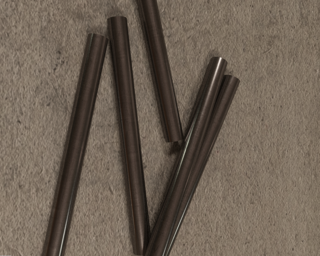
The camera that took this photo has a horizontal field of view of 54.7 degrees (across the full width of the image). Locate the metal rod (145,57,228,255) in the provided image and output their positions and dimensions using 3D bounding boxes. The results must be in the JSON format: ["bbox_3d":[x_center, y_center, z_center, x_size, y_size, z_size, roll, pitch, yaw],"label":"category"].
[{"bbox_3d":[0.035,0.043,0.409,0.025,0.025,0.299,24,77,-19],"label":"metal rod"}]

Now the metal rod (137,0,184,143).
[{"bbox_3d":[-0.009,-0.129,0.406,0.025,0.025,0.298,-13,95,-20],"label":"metal rod"}]

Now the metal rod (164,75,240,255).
[{"bbox_3d":[0.044,0.064,0.426,0.025,0.025,0.299,27,81,-19],"label":"metal rod"}]

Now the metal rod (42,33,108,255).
[{"bbox_3d":[-0.104,0.035,0.371,0.025,0.025,0.298,12,86,-20],"label":"metal rod"}]

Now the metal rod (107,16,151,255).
[{"bbox_3d":[-0.038,0.012,0.395,0.025,0.025,0.298,-7,93,-20],"label":"metal rod"}]
